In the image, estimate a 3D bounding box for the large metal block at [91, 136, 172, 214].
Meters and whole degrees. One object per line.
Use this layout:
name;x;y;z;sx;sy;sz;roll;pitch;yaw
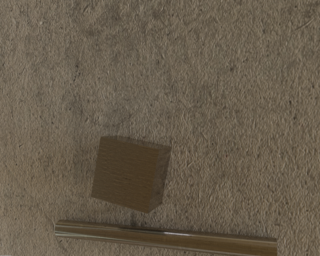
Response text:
large metal block;-0.037;0.057;0.408;0.080;0.050;0.079;11;94;19

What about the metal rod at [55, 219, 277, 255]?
metal rod;-0.006;0.145;0.410;0.301;0.025;0.025;-1;90;19
